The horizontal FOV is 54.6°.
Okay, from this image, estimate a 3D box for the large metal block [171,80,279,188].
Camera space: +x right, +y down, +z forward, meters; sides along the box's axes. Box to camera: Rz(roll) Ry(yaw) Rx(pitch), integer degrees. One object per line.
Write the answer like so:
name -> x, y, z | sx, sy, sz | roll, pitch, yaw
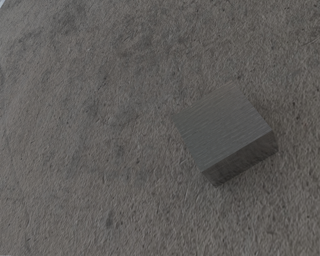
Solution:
large metal block -> 0.071, 0.007, 0.347 | 0.080, 0.050, 0.080 | -32, 52, 7
